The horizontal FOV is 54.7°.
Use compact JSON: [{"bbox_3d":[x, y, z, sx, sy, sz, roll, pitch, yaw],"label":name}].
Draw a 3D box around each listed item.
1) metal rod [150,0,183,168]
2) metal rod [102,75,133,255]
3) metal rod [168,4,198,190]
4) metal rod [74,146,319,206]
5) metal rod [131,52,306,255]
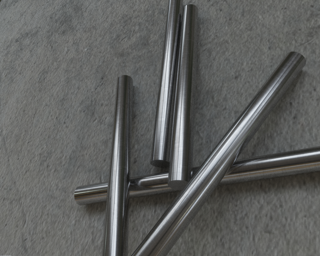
[{"bbox_3d":[0.014,-0.087,0.448,0.025,0.025,0.299,-8,58,23],"label":"metal rod"},{"bbox_3d":[-0.048,0.040,0.374,0.025,0.025,0.300,-19,46,17],"label":"metal rod"},{"bbox_3d":[0.034,-0.063,0.405,0.025,0.025,0.300,-10,52,22],"label":"metal rod"},{"bbox_3d":[0.034,0.057,0.349,0.301,0.025,0.025,-13,57,20],"label":"metal rod"},{"bbox_3d":[0.068,0.026,0.320,0.025,0.025,0.301,26,66,37],"label":"metal rod"}]
